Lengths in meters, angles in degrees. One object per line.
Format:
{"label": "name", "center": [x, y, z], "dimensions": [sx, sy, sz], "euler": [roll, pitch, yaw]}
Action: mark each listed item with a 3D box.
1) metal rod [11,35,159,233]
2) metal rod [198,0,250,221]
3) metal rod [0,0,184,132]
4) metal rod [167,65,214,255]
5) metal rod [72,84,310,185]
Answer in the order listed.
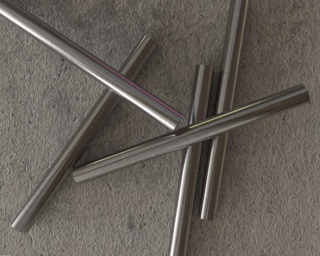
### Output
{"label": "metal rod", "center": [-0.098, 0.007, 0.408], "dimensions": [0.025, 0.025, 0.299], "euler": [35, 90, -1]}
{"label": "metal rod", "center": [0.085, -0.029, 0.411], "dimensions": [0.025, 0.025, 0.298], "euler": [9, 90, -1]}
{"label": "metal rod", "center": [-0.101, -0.089, 0.389], "dimensions": [0.301, 0.025, 0.025], "euler": [34, 90, 7]}
{"label": "metal rod", "center": [0.038, 0.066, 0.410], "dimensions": [0.025, 0.025, 0.298], "euler": [8, 90, -1]}
{"label": "metal rod", "center": [0.031, 0.011, 0.386], "dimensions": [0.301, 0.025, 0.025], "euler": [-20, 90, 9]}
